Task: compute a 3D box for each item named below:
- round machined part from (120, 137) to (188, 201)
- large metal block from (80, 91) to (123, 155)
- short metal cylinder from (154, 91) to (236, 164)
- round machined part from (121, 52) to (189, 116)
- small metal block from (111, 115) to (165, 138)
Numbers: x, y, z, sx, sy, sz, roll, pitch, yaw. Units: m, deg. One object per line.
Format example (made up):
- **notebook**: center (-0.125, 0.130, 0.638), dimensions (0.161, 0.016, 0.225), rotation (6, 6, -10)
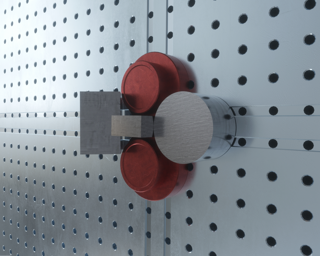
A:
- **round machined part**: center (-0.015, 0.048, 0.411), dimensions (0.098, 0.042, 0.097), rotation (0, 90, 40)
- **large metal block**: center (-0.078, -0.007, 0.431), dimensions (0.050, 0.080, 0.080), rotation (0, 90, -4)
- **short metal cylinder**: center (0.039, -0.001, 0.359), dimensions (0.080, 0.050, 0.080), rotation (0, 90, 40)
- **round machined part**: center (-0.013, -0.052, 0.410), dimensions (0.098, 0.042, 0.097), rotation (0, 90, 40)
- **small metal block**: center (-0.024, -0.002, 0.385), dimensions (0.050, 0.050, 0.025), rotation (2, 92, 40)
